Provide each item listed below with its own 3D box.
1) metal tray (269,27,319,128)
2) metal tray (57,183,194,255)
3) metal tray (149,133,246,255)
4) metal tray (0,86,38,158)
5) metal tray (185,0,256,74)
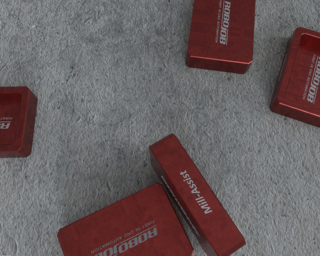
[{"bbox_3d":[0.216,-0.071,0.432,0.090,0.030,0.130,20,71,7],"label":"metal tray"},{"bbox_3d":[-0.039,0.132,0.357,0.131,0.030,0.090,-24,72,-9],"label":"metal tray"},{"bbox_3d":[0.035,0.078,0.345,0.030,0.090,0.130,-30,73,-10],"label":"metal tray"},{"bbox_3d":[-0.236,-0.007,0.406,0.131,0.030,0.090,-1,70,-1],"label":"metal tray"},{"bbox_3d":[0.091,-0.148,0.460,0.091,0.030,0.130,8,70,3],"label":"metal tray"}]
